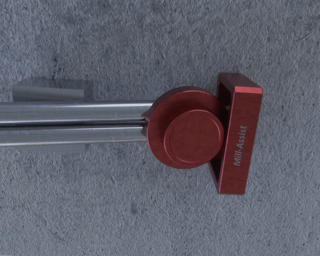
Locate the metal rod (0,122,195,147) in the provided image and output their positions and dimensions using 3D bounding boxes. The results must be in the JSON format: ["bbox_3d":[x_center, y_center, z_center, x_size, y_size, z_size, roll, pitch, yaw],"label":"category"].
[{"bbox_3d":[-0.067,0.006,0.364,0.302,0.025,0.025,-2,111,-14],"label":"metal rod"}]

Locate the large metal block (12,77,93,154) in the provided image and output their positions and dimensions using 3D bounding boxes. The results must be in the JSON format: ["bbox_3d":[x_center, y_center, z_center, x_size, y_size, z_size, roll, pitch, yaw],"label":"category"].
[{"bbox_3d":[-0.129,-0.017,0.386,0.081,0.050,0.079,3,110,-2],"label":"large metal block"}]

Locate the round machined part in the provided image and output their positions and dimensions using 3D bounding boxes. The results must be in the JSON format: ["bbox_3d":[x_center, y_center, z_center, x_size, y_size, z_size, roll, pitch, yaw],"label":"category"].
[{"bbox_3d":[0.034,0.005,0.352,0.099,0.042,0.097,-4,113,-10],"label":"round machined part"}]

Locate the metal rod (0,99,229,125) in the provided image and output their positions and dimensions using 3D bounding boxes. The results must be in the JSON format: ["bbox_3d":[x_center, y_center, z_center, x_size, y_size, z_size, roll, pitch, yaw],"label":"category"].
[{"bbox_3d":[-0.065,-0.019,0.355,0.302,0.025,0.025,-2,111,-13],"label":"metal rod"}]

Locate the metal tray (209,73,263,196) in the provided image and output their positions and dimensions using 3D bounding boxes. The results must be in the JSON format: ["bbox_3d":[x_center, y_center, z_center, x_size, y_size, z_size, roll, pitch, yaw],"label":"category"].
[{"bbox_3d":[0.087,0.004,0.379,0.030,0.090,0.129,3,110,-2],"label":"metal tray"}]
